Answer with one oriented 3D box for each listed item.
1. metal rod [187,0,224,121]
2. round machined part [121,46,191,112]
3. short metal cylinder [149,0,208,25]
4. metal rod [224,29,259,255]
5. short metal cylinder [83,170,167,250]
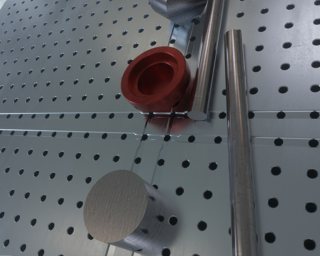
[{"bbox_3d":[0.076,-0.147,0.458,0.025,0.025,0.300,-2,61,27],"label":"metal rod"},{"bbox_3d":[-0.002,-0.064,0.438,0.098,0.042,0.098,-13,56,21],"label":"round machined part"},{"bbox_3d":[0.029,-0.209,0.486,0.080,0.080,0.050,-44,51,-2],"label":"short metal cylinder"},{"bbox_3d":[0.091,0.001,0.359,0.025,0.025,0.299,-9,58,23],"label":"metal rod"},{"bbox_3d":[-0.039,0.094,0.355,0.080,0.050,0.080,-13,56,21],"label":"short metal cylinder"}]
